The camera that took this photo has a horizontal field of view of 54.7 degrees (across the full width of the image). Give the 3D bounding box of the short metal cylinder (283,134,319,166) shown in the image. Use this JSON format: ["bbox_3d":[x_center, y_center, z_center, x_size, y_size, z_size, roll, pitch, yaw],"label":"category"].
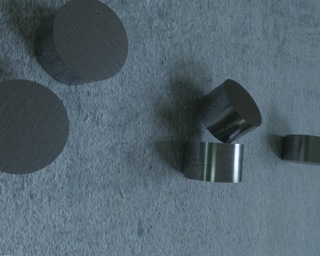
[{"bbox_3d":[0.287,0.044,0.609,0.081,0.080,0.050,14,81,-39],"label":"short metal cylinder"}]

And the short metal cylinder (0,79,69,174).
[{"bbox_3d":[-0.131,-0.001,0.279,0.081,0.050,0.080,0,90,-40],"label":"short metal cylinder"}]

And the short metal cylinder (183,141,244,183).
[{"bbox_3d":[0.074,0.045,0.431,0.081,0.080,0.050,6,87,-40],"label":"short metal cylinder"}]

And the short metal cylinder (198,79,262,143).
[{"bbox_3d":[0.102,-0.024,0.451,0.080,0.050,0.080,29,41,-29],"label":"short metal cylinder"}]

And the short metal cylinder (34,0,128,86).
[{"bbox_3d":[-0.081,-0.086,0.321,0.081,0.050,0.080,0,90,-40],"label":"short metal cylinder"}]
